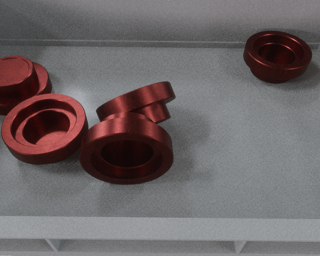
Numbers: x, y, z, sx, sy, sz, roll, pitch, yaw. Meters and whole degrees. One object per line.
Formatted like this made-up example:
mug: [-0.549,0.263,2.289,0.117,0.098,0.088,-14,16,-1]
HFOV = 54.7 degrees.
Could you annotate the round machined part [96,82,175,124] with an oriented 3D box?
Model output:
round machined part: [-0.026,-0.019,0.386,0.099,0.098,0.042,-21,89,-18]

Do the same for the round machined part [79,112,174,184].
round machined part: [-0.036,0.020,0.341,0.099,0.097,0.042,-2,50,-2]

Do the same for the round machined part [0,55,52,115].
round machined part: [-0.212,-0.068,0.448,0.099,0.042,0.098,0,50,0]

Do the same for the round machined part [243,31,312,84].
round machined part: [0.181,-0.108,0.487,0.099,0.042,0.098,0,50,0]

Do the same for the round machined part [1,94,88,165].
round machined part: [-0.139,0.005,0.388,0.099,0.042,0.098,0,50,0]
